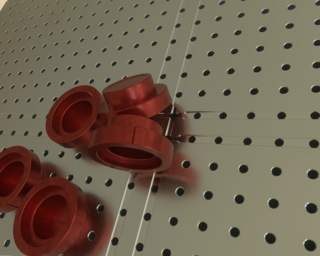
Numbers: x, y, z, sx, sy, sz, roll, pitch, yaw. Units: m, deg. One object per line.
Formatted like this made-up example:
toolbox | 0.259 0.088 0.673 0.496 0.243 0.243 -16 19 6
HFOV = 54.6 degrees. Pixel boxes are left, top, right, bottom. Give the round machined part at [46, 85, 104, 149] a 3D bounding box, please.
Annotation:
round machined part | -0.119 -0.013 0.469 0.098 0.042 0.098 -13 57 21

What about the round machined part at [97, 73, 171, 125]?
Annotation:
round machined part | -0.038 -0.041 0.413 0.098 0.042 0.098 -17 20 7

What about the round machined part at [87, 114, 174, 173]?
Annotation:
round machined part | -0.033 0.018 0.368 0.098 0.098 0.042 -6 62 25

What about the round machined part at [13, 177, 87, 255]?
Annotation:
round machined part | -0.134 0.116 0.398 0.098 0.042 0.098 -13 56 21

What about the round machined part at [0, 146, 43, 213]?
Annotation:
round machined part | -0.217 0.079 0.464 0.098 0.042 0.098 -13 56 21
